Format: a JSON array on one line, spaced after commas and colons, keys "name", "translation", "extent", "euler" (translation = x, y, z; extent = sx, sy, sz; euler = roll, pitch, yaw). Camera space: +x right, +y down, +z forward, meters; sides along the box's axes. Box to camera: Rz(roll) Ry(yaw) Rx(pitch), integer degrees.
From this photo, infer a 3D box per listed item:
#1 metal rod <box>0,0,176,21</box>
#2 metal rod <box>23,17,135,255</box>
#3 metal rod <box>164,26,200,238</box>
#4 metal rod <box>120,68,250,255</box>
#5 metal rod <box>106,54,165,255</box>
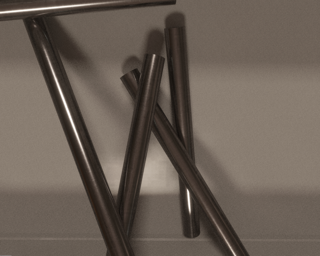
[{"name": "metal rod", "translation": [-0.133, -0.134, 0.339], "extent": [0.302, 0.025, 0.025], "euler": [-8, 110, -6]}, {"name": "metal rod", "translation": [-0.093, 0.008, 0.349], "extent": [0.025, 0.025, 0.299], "euler": [-23, 84, 7]}, {"name": "metal rod", "translation": [0.033, 0.020, 0.419], "extent": [0.025, 0.025, 0.298], "euler": [-6, 110, 2]}, {"name": "metal rod", "translation": [0.038, 0.059, 0.402], "extent": [0.025, 0.025, 0.299], "euler": [-30, 96, 10]}, {"name": "metal rod", "translation": [-0.034, 0.063, 0.364], "extent": [0.025, 0.025, 0.298], "euler": [11, 89, -4]}]
